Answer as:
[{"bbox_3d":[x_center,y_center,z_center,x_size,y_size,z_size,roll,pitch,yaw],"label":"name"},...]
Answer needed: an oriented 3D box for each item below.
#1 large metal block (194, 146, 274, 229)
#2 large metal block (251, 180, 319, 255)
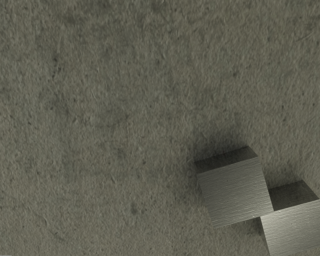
[{"bbox_3d":[0.098,0.079,0.421,0.080,0.050,0.080,-17,100,6],"label":"large metal block"},{"bbox_3d":[0.184,0.132,0.448,0.080,0.050,0.080,-17,110,5],"label":"large metal block"}]
